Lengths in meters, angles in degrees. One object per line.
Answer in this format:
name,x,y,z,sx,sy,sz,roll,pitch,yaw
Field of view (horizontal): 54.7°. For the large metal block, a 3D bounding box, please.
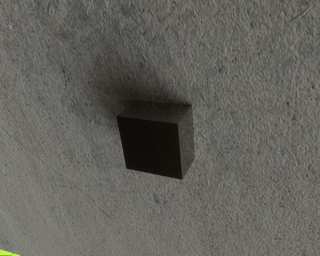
large metal block,-0.002,0.013,0.400,0.080,0.050,0.079,8,122,24
